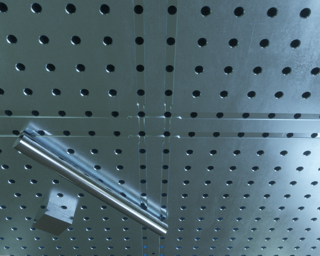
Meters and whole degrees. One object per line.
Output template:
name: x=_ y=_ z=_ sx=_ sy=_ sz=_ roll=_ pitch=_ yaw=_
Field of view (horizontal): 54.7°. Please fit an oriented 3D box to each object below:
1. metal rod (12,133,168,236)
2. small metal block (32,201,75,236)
metal rod: x=-0.094 y=0.102 z=0.496 sx=0.025 sy=0.025 sz=0.301 roll=-34 pitch=123 yaw=25
small metal block: x=-0.188 y=0.161 z=0.546 sx=0.050 sy=0.025 sz=0.050 roll=31 pitch=123 yaw=-24
